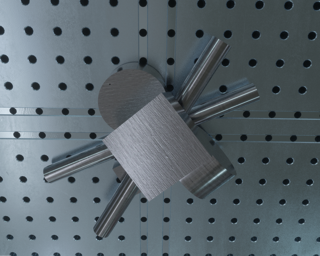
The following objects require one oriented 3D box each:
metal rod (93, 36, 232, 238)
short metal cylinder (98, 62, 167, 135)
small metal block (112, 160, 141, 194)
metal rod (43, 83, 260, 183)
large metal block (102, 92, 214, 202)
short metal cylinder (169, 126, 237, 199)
[{"bbox_3d":[-0.006,0.023,0.392,0.025,0.025,0.298,29,107,-10],"label":"metal rod"},{"bbox_3d":[-0.032,-0.037,0.382,0.081,0.050,0.079,0,110,0],"label":"short metal cylinder"},{"bbox_3d":[-0.030,0.060,0.431,0.050,0.025,0.050,-27,108,9],"label":"small metal block"},{"bbox_3d":[-0.017,0.010,0.413,0.301,0.025,0.025,-22,109,7],"label":"metal rod"},{"bbox_3d":[0.000,0.018,0.335,0.080,0.050,0.080,-38,89,13],"label":"large metal block"},{"bbox_3d":[0.052,0.043,0.397,0.050,0.080,0.080,-41,105,14],"label":"short metal cylinder"}]
